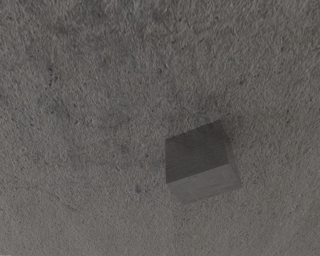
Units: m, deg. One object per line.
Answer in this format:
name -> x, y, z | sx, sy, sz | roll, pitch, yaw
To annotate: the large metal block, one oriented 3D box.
large metal block -> 0.054, 0.045, 0.410 | 0.080, 0.080, 0.050 | -21, 127, 17
